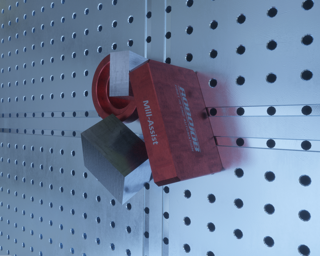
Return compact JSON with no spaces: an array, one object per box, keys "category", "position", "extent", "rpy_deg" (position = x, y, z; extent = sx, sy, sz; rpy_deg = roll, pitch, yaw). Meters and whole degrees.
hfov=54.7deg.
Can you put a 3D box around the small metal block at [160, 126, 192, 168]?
[{"category":"small metal block","position":[0.015,0.025,0.389],"extent":[0.050,0.025,0.050],"rpy_deg":[19,107,49]}]

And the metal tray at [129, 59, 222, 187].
[{"category":"metal tray","position":[0.019,-0.006,0.349],"extent":[0.030,0.091,0.129],"rpy_deg":[-23,76,38]}]

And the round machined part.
[{"category":"round machined part","position":[-0.048,-0.055,0.436],"extent":[0.098,0.042,0.097],"rpy_deg":[0,90,39]}]

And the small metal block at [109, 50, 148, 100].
[{"category":"small metal block","position":[-0.034,-0.060,0.366],"extent":[0.025,0.050,0.050],"rpy_deg":[0,89,26]}]

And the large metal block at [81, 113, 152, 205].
[{"category":"large metal block","position":[-0.056,0.042,0.408],"extent":[0.080,0.050,0.080],"rpy_deg":[41,147,20]}]
